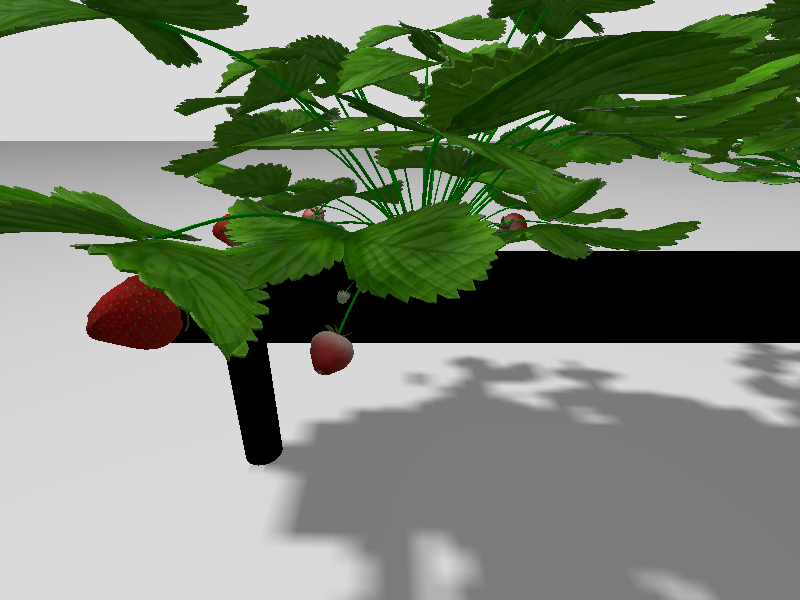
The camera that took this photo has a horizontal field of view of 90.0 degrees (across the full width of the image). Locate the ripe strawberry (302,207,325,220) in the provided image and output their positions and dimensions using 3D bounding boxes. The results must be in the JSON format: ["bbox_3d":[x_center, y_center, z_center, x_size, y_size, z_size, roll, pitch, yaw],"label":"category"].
[{"bbox_3d":[-0.115,-0.109,0.528,0.031,0.026,0.031,-17,5,-34],"label":"ripe strawberry"}]

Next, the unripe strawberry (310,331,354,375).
[{"bbox_3d":[-0.038,0.029,0.217,0.024,0.024,0.021,8,-40,18],"label":"unripe strawberry"}]

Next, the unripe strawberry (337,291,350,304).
[{"bbox_3d":[-0.044,-0.002,0.310,0.011,0.010,0.010,22,0,40],"label":"unripe strawberry"}]

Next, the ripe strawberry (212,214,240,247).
[{"bbox_3d":[-0.187,-0.077,0.442,0.037,0.037,0.041,9,25,21],"label":"ripe strawberry"}]

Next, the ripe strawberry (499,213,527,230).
[{"bbox_3d":[0.131,-0.083,0.457,0.033,0.035,0.031,-20,30,-39],"label":"ripe strawberry"}]

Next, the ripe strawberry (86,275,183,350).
[{"bbox_3d":[-0.157,0.009,0.238,0.049,0.047,0.045,-18,29,-34],"label":"ripe strawberry"}]
